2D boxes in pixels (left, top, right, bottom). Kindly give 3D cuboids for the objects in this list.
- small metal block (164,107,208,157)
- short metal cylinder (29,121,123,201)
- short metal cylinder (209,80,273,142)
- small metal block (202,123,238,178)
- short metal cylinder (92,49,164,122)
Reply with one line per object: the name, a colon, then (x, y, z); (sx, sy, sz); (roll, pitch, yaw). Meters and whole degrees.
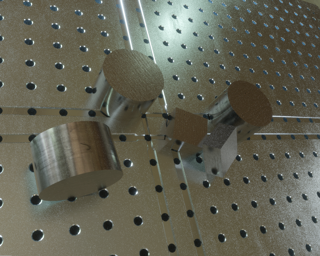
small metal block: (0.037, 0.006, 0.424); (0.050, 0.025, 0.050); (19, 54, -17)
short metal cylinder: (-0.082, 0.034, 0.308); (0.081, 0.080, 0.050); (-7, 65, -31)
short metal cylinder: (0.123, -0.025, 0.474); (0.081, 0.050, 0.080); (14, 56, -21)
small metal block: (0.082, 0.029, 0.416); (0.025, 0.050, 0.050); (14, 42, 32)
short metal cylinder: (-0.042, -0.055, 0.403); (0.081, 0.050, 0.080); (14, 56, -21)
